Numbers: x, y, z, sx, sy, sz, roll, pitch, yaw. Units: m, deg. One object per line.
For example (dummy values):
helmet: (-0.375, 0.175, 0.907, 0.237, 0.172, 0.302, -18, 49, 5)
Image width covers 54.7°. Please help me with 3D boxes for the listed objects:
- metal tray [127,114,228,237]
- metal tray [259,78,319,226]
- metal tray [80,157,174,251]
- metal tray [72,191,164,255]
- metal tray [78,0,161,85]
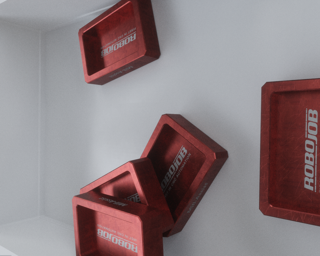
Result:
metal tray: (0.015, 0.058, 0.389, 0.090, 0.030, 0.129, 41, 114, 32)
metal tray: (0.142, 0.021, 0.285, 0.090, 0.030, 0.129, 2, 91, 39)
metal tray: (-0.049, 0.102, 0.402, 0.130, 0.030, 0.090, -32, 74, 40)
metal tray: (-0.054, 0.131, 0.368, 0.130, 0.030, 0.089, 2, 96, 43)
metal tray: (-0.064, -0.125, 0.453, 0.130, 0.030, 0.090, -16, 80, 38)
